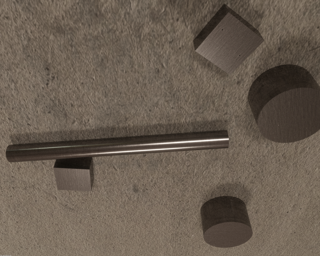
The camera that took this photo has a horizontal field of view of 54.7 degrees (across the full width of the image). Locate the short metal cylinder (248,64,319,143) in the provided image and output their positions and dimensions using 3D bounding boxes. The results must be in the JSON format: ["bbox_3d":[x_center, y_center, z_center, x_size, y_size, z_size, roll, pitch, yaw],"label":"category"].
[{"bbox_3d":[0.151,-0.028,0.369,0.081,0.050,0.079,0,130,0],"label":"short metal cylinder"}]

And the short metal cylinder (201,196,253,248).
[{"bbox_3d":[0.112,0.161,0.530,0.081,0.050,0.079,0,130,0],"label":"short metal cylinder"}]

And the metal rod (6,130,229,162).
[{"bbox_3d":[-0.059,0.025,0.427,0.302,0.025,0.025,-4,130,2],"label":"metal rod"}]

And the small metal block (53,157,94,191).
[{"bbox_3d":[-0.128,0.068,0.464,0.050,0.025,0.050,4,130,-4],"label":"small metal block"}]

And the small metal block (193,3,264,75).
[{"bbox_3d":[0.072,-0.093,0.329,0.050,0.025,0.050,28,124,-23],"label":"small metal block"}]
